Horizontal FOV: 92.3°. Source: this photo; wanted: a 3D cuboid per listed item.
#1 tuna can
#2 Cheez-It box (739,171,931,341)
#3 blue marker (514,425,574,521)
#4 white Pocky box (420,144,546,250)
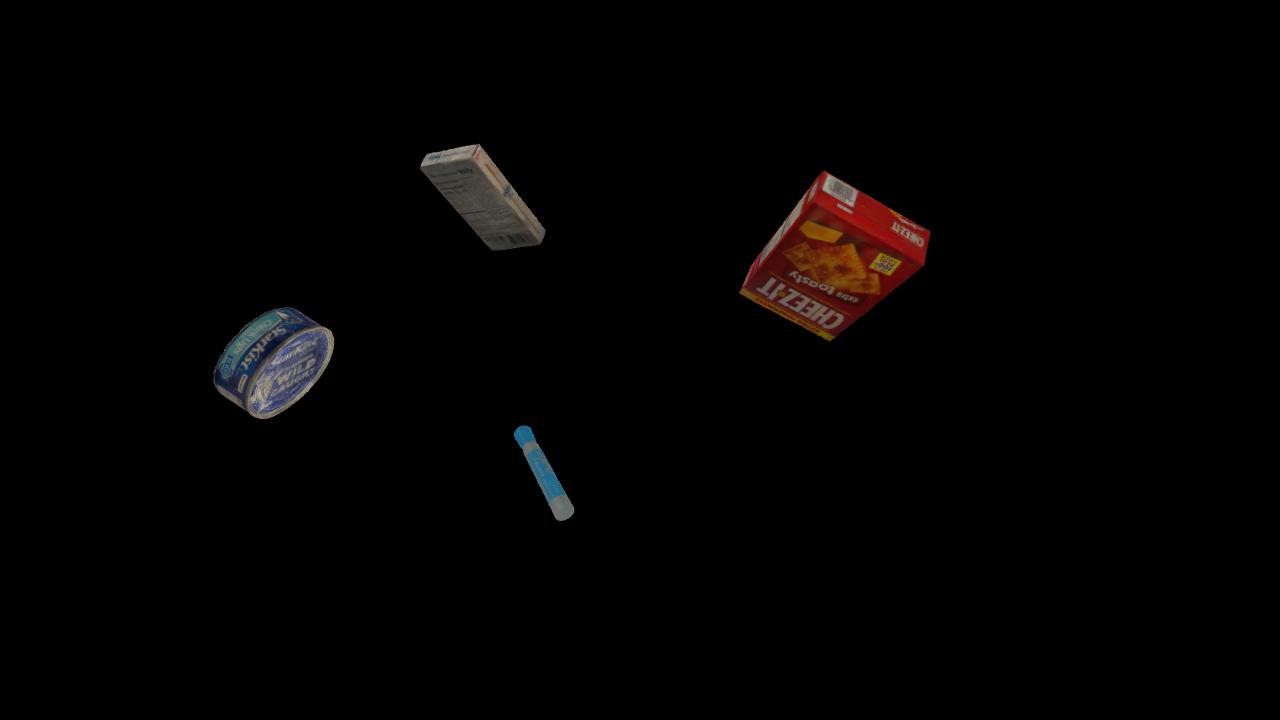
[{"bbox_3d":[-0.280,0.001,0.474,0.034,0.084,0.084,33,1,1],"label":"tuna can"},{"bbox_3d":[0.263,-0.134,0.866,0.166,0.071,0.223,29,-30,-3],"label":"Cheez-It box"},{"bbox_3d":[-0.095,0.104,0.592,0.020,0.020,0.121,0,33,-34],"label":"blue marker"},{"bbox_3d":[-0.193,-0.198,0.770,0.084,0.028,0.154,0,-31,26],"label":"white Pocky box"}]
